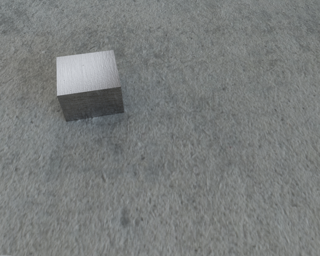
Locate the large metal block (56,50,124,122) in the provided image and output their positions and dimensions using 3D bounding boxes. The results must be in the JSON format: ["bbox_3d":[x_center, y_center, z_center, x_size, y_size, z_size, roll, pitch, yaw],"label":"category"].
[{"bbox_3d":[-0.098,-0.061,0.437,0.081,0.050,0.080,-10,51,-8],"label":"large metal block"}]
